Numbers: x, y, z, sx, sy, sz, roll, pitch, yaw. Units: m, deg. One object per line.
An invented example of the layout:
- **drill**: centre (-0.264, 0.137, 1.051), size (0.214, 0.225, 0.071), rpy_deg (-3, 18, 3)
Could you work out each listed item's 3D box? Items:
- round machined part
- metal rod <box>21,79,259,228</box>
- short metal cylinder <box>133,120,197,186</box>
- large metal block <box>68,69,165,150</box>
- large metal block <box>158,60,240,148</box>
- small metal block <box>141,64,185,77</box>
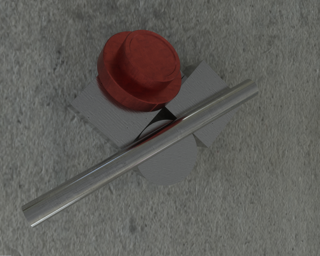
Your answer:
- **round machined part**: centre (-0.016, -0.070, 0.349), size (0.099, 0.042, 0.098), rpy_deg (15, 57, -25)
- **metal rod**: centre (-0.007, 0.018, 0.355), size (0.302, 0.025, 0.025), rpy_deg (-29, 100, -18)
- **short metal cylinder**: centre (0.000, 0.030, 0.397), size (0.081, 0.050, 0.079), rpy_deg (0, 90, -21)
- **large metal block**: centre (-0.052, -0.029, 0.377), size (0.080, 0.050, 0.080), rpy_deg (44, 76, -15)
- **large metal block**: centre (0.050, -0.031, 0.417), size (0.080, 0.050, 0.080), rpy_deg (43, 76, -15)
- **small metal block**: centre (-0.005, -0.069, 0.408), size (0.050, 0.025, 0.050), rpy_deg (45, 76, -15)
